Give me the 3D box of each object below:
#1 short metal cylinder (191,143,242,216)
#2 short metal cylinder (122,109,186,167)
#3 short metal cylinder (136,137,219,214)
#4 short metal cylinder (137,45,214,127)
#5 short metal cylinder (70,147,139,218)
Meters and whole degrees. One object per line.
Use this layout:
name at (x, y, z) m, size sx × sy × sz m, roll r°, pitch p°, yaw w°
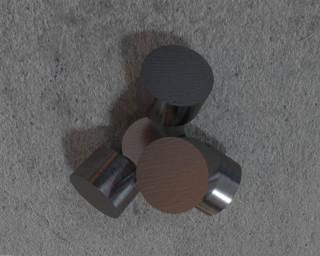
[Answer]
short metal cylinder at (0.060, 0.067, 0.406) m, size 0.050 × 0.080 × 0.080 m, roll 33°, pitch 107°, yaw -12°
short metal cylinder at (-0.007, 0.015, 0.403) m, size 0.081 × 0.050 × 0.079 m, roll 0°, pitch 110°, yaw -1°
short metal cylinder at (0.021, 0.050, 0.345) m, size 0.080 × 0.050 × 0.080 m, roll -1°, pitch 88°, yaw 22°
short metal cylinder at (0.016, -0.048, 0.357) m, size 0.080 × 0.080 × 0.050 m, roll 13°, pitch 153°, yaw -5°
short metal cylinder at (-0.069, 0.071, 0.401) m, size 0.080 × 0.050 × 0.080 m, roll 27°, pitch 146°, yaw 21°
